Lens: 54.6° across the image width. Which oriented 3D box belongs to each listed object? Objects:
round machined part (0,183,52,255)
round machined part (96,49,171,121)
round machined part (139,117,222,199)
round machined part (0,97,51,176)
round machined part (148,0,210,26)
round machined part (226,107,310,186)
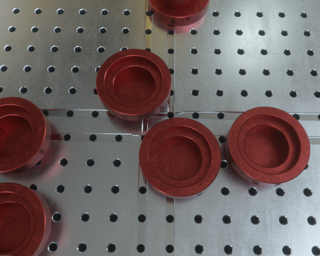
[{"bbox_3d":[-0.175,0.116,0.360,0.099,0.042,0.098,0,70,0],"label":"round machined part"},{"bbox_3d":[-0.034,-0.055,0.423,0.099,0.042,0.098,0,70,0],"label":"round machined part"},{"bbox_3d":[0.024,0.039,0.389,0.099,0.042,0.098,0,70,0],"label":"round machined part"},{"bbox_3d":[-0.189,0.013,0.397,0.099,0.042,0.098,0,70,0],"label":"round machined part"},{"bbox_3d":[0.029,-0.212,0.480,0.099,0.042,0.098,0,70,0],"label":"round machined part"},{"bbox_3d":[0.133,0.026,0.394,0.099,0.042,0.098,0,70,0],"label":"round machined part"}]
